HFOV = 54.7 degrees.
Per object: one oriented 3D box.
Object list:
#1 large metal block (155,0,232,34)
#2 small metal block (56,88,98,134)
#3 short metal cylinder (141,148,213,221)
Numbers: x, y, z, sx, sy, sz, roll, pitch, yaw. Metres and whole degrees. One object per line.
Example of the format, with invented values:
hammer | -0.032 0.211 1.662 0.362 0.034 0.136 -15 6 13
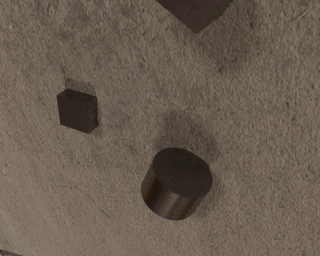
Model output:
large metal block | 0.028 -0.137 0.271 0.080 0.080 0.050 40 129 1
small metal block | -0.120 -0.025 0.452 0.050 0.025 0.050 17 125 18
short metal cylinder | 0.021 0.072 0.403 0.080 0.080 0.050 31 128 8
